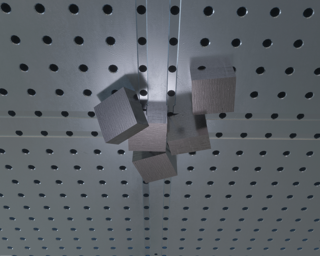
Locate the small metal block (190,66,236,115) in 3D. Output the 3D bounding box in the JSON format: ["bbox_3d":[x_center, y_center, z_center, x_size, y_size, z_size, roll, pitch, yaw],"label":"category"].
[{"bbox_3d":[0.063,-0.045,0.374,0.050,0.025,0.050,-4,130,3],"label":"small metal block"}]

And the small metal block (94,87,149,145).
[{"bbox_3d":[-0.048,-0.014,0.379,0.050,0.050,0.025,-31,158,23],"label":"small metal block"}]

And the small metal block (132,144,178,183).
[{"bbox_3d":[-0.007,0.051,0.454,0.050,0.025,0.050,-16,129,13],"label":"small metal block"}]

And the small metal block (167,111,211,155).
[{"bbox_3d":[0.036,0.005,0.399,0.050,0.050,0.025,-10,130,8],"label":"small metal block"}]

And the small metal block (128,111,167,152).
[{"bbox_3d":[-0.017,0.005,0.415,0.050,0.025,0.050,1,130,-1],"label":"small metal block"}]
